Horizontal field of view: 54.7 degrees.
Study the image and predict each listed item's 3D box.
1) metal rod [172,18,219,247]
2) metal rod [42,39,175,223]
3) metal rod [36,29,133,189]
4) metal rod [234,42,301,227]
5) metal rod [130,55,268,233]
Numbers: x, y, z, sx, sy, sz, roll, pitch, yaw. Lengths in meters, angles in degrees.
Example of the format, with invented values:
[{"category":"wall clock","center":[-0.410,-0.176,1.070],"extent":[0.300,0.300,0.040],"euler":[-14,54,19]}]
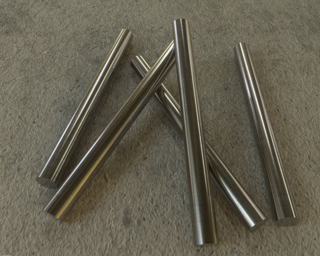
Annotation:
[{"category":"metal rod","center":[0.038,-0.016,0.376],"extent":[0.025,0.025,0.299],"euler":[-2,62,-2]},{"category":"metal rod","center":[-0.041,-0.019,0.395],"extent":[0.025,0.025,0.301],"euler":[23,60,18]},{"category":"metal rod","center":[-0.093,-0.050,0.443],"extent":[0.025,0.025,0.300],"euler":[10,51,8]},{"category":"metal rod","center":[0.134,-0.017,0.418],"extent":[0.025,0.025,0.300],"euler":[0,50,0]},{"category":"metal rod","center":[0.033,-0.002,0.404],"extent":[0.025,0.025,0.300],"euler":[-21,53,-17]}]
